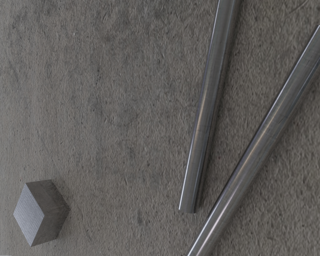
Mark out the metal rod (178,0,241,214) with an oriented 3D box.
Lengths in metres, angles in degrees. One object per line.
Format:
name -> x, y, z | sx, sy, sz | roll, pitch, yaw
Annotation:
metal rod -> 0.060, -0.047, 0.355 | 0.025, 0.025, 0.298 | 17, 101, 39

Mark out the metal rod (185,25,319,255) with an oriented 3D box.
metal rod -> 0.094, 0.041, 0.326 | 0.025, 0.025, 0.298 | 37, 113, 33

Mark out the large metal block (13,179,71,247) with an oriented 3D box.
large metal block -> -0.219, 0.154, 0.569 | 0.080, 0.050, 0.080 | 43, 116, 31
